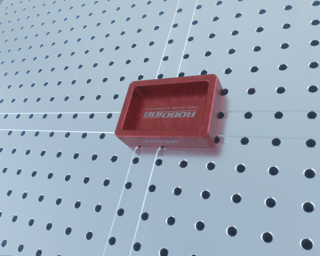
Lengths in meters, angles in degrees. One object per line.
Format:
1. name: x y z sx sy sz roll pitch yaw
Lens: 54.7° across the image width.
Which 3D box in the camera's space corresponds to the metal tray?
1. metal tray: 0.011 -0.022 0.411 0.130 0.030 0.090 -1 61 27
